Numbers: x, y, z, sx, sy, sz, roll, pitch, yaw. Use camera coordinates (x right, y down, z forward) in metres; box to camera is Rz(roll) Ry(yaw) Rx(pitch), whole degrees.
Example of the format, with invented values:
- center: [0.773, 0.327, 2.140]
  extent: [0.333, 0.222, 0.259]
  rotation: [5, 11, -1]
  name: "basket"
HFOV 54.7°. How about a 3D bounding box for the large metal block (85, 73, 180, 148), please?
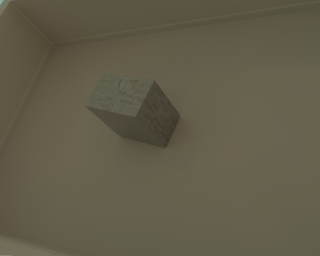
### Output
- center: [-0.033, -0.022, 0.397]
  extent: [0.080, 0.080, 0.050]
  rotation: [13, 69, 33]
  name: "large metal block"
